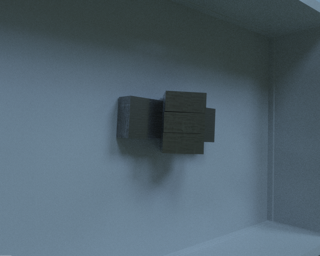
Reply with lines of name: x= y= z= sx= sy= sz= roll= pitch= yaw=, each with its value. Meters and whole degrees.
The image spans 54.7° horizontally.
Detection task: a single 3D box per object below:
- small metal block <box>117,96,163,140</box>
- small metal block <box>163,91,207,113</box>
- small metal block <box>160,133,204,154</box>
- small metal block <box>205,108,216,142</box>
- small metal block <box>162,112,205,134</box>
small metal block: x=-0.025 y=-0.012 z=0.386 sx=0.050 sy=0.025 sz=0.050 roll=5 pitch=87 yaw=-40
small metal block: x=0.030 y=-0.031 z=0.402 sx=0.050 sy=0.050 sz=0.025 roll=3 pitch=88 yaw=-4
small metal block: x=0.027 y=0.020 z=0.400 sx=0.050 sy=0.050 sz=0.025 roll=2 pitch=88 yaw=-4
small metal block: x=0.054 y=-0.005 z=0.453 sx=0.050 sy=0.025 sz=0.050 roll=4 pitch=88 yaw=-40
small metal block: x=0.028 y=-0.006 z=0.401 sx=0.050 sy=0.050 sz=0.025 roll=2 pitch=88 yaw=-4
